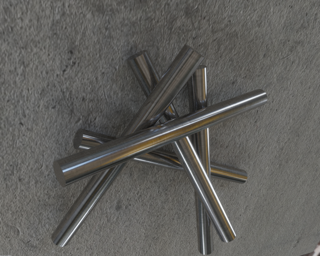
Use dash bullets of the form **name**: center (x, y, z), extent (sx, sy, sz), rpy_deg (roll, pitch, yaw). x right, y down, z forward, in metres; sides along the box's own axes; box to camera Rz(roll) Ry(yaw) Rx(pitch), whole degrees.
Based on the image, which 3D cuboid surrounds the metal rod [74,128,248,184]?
- **metal rod**: center (0.023, 0.048, 0.448), extent (0.302, 0.025, 0.025), rpy_deg (17, 110, -35)

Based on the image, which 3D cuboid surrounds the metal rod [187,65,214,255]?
- **metal rod**: center (0.060, 0.060, 0.444), extent (0.025, 0.025, 0.298), rpy_deg (-15, 115, -20)

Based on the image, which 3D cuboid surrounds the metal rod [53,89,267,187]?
- **metal rod**: center (0.028, -0.002, 0.359), extent (0.302, 0.025, 0.025), rpy_deg (-20, 128, -35)

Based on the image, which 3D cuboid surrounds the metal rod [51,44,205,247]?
- **metal rod**: center (-0.048, 0.034, 0.366), extent (0.025, 0.025, 0.299), rpy_deg (22, 113, -37)

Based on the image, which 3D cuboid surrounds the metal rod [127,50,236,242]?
- **metal rod**: center (0.038, 0.040, 0.404), extent (0.025, 0.025, 0.299), rpy_deg (-31, 114, -8)
